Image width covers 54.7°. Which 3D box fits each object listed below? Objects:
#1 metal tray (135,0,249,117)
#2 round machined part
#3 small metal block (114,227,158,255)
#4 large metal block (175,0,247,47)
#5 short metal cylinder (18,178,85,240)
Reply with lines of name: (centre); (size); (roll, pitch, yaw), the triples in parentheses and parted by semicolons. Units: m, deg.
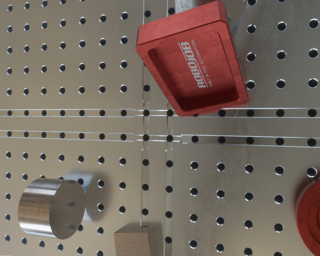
metal tray: (0.041, -0.067, 0.344); (0.090, 0.130, 0.030); (-12, 55, 20)
round machined part: (0.199, 0.096, 0.333); (0.098, 0.042, 0.097); (0, 90, 20)
small metal block: (-0.032, 0.165, 0.424); (0.050, 0.025, 0.050); (-7, 88, 19)
large metal block: (0.060, -0.145, 0.347); (0.050, 0.080, 0.080); (29, 70, 17)
short metal cylinder: (-0.150, 0.112, 0.436); (0.050, 0.080, 0.080); (0, 90, 20)
